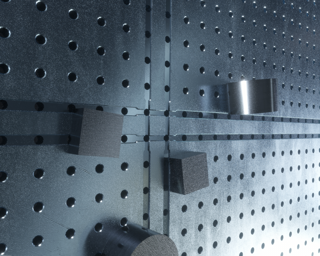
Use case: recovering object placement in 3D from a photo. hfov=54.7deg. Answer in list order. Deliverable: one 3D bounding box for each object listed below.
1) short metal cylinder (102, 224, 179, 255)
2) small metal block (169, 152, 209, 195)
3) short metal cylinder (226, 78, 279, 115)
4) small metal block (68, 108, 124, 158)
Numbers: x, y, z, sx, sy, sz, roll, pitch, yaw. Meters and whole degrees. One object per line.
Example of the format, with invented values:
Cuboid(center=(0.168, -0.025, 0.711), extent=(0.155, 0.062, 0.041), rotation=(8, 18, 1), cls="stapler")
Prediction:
Cuboid(center=(-0.024, 0.162, 0.373), extent=(0.081, 0.050, 0.079), rotation=(0, 90, -40), cls="short metal cylinder")
Cuboid(center=(0.042, 0.063, 0.445), extent=(0.050, 0.025, 0.050), rotation=(-9, 96, -40), cls="small metal block")
Cuboid(center=(0.148, -0.050, 0.497), extent=(0.081, 0.080, 0.050), rotation=(-9, 96, -40), cls="short metal cylinder")
Cuboid(center=(-0.071, 0.006, 0.349), extent=(0.050, 0.025, 0.050), rotation=(10, 84, -40), cls="small metal block")
